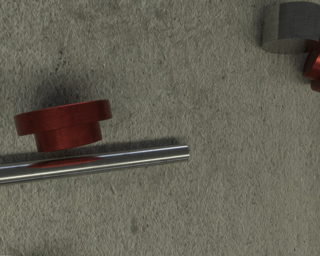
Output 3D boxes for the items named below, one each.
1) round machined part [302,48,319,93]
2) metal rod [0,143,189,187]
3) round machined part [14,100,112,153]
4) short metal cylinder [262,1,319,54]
[{"bbox_3d":[0.252,-0.103,0.470,0.042,0.098,0.098,21,82,9],"label":"round machined part"},{"bbox_3d":[-0.107,0.046,0.369,0.303,0.025,0.025,-5,92,-20],"label":"metal rod"},{"bbox_3d":[-0.100,-0.001,0.334,0.099,0.098,0.042,-12,95,-20],"label":"round machined part"},{"bbox_3d":[0.192,-0.143,0.451,0.081,0.080,0.050,5,89,-20],"label":"short metal cylinder"}]
